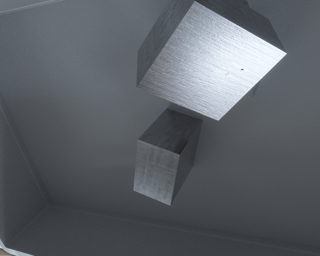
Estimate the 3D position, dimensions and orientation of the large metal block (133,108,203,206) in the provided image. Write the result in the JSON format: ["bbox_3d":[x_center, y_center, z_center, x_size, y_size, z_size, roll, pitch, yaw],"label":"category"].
[{"bbox_3d":[0.011,0.034,0.387,0.050,0.080,0.079,19,126,17],"label":"large metal block"}]

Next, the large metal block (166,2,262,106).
[{"bbox_3d":[0.053,-0.073,0.318,0.080,0.050,0.080,-5,116,30],"label":"large metal block"}]

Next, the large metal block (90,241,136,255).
[{"bbox_3d":[-0.086,0.274,0.607,0.080,0.050,0.080,-22,107,36],"label":"large metal block"}]

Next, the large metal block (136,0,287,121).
[{"bbox_3d":[0.036,-0.061,0.249,0.081,0.050,0.080,20,133,-23],"label":"large metal block"}]
